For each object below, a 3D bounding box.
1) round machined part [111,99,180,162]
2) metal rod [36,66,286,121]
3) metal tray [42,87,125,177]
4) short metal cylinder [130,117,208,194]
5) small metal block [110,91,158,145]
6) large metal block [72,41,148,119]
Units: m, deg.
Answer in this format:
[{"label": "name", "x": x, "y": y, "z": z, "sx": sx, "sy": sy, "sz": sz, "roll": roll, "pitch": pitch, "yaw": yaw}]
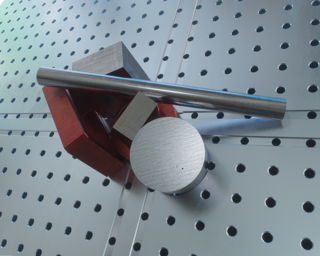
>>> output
[{"label": "round machined part", "x": -0.024, "y": -0.003, "z": 0.414, "sx": 0.098, "sy": 0.042, "sz": 0.098, "roll": -13, "pitch": 56, "yaw": 20}, {"label": "metal rod", "x": -0.007, "y": -0.044, "z": 0.376, "sx": 0.301, "sy": 0.025, "sz": 0.025, "roll": 9, "pitch": 65, "yaw": 10}, {"label": "metal tray", "x": -0.105, "y": -0.003, "z": 0.421, "sx": 0.030, "sy": 0.090, "sz": 0.130, "roll": -38, "pitch": 51, "yaw": 3}, {"label": "short metal cylinder", "x": 0.012, "y": 0.033, "z": 0.349, "sx": 0.080, "sy": 0.050, "sz": 0.080, "roll": -3, "pitch": 74, "yaw": 12}, {"label": "small metal block", "x": -0.031, "y": -0.010, "z": 0.357, "sx": 0.025, "sy": 0.050, "sz": 0.050, "roll": 35, "pitch": 76, "yaw": -5}, {"label": "large metal block", "x": -0.069, "y": -0.066, "z": 0.446, "sx": 0.080, "sy": 0.080, "sz": 0.050, "roll": -19, "pitch": 55, "yaw": 16}]
